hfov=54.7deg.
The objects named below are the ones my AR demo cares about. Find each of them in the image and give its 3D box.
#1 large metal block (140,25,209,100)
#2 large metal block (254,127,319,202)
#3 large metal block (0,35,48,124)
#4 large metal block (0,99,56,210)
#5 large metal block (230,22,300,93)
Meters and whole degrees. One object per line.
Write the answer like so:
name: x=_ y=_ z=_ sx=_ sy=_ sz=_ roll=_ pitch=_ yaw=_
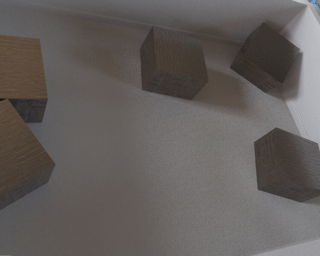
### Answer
large metal block: x=0.019 y=-0.094 z=0.457 sx=0.081 sy=0.050 sz=0.080 roll=9 pitch=58 yaw=-23
large metal block: x=0.191 y=0.056 z=0.458 sx=0.081 sy=0.050 sz=0.080 roll=19 pitch=54 yaw=-17
large metal block: x=-0.170 y=-0.052 z=0.330 sx=0.081 sy=0.050 sz=0.080 roll=-2 pitch=63 yaw=-29
large metal block: x=-0.158 y=0.031 z=0.285 sx=0.081 sy=0.050 sz=0.080 roll=-32 pitch=80 yaw=-38
large metal block: x=0.184 y=-0.123 z=0.547 sx=0.080 sy=0.050 sz=0.080 roll=34 pitch=72 yaw=-6
